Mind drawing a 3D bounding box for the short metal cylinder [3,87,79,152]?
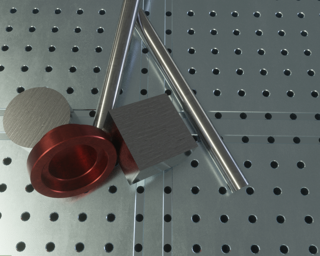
[{"bbox_3d":[-0.149,-0.006,0.399,0.081,0.050,0.080,0,70,0],"label":"short metal cylinder"}]

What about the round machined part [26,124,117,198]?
[{"bbox_3d":[-0.105,0.034,0.364,0.099,0.098,0.042,-29,50,-10],"label":"round machined part"}]

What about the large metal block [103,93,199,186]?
[{"bbox_3d":[-0.014,0.012,0.381,0.081,0.050,0.080,-20,70,-28],"label":"large metal block"}]

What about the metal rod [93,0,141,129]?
[{"bbox_3d":[-0.053,-0.124,0.437,0.025,0.025,0.299,10,77,3],"label":"metal rod"}]

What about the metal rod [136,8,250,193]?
[{"bbox_3d":[0.032,-0.050,0.430,0.025,0.025,0.299,-26,72,-9],"label":"metal rod"}]
